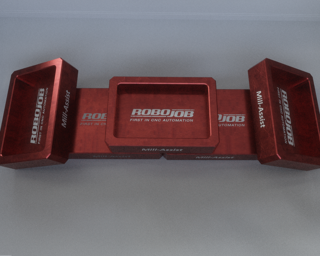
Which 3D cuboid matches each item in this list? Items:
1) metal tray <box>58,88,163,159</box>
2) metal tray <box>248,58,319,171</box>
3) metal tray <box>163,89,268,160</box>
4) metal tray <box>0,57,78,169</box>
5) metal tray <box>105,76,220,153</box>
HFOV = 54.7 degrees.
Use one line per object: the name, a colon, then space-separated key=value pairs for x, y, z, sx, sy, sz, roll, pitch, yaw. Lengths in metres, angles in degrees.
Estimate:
metal tray: x=-0.061 y=-0.006 z=0.408 sx=0.131 sy=0.030 sz=0.090 roll=0 pitch=70 yaw=0
metal tray: x=0.161 y=-0.016 z=0.392 sx=0.091 sy=0.030 sz=0.130 roll=10 pitch=67 yaw=-26
metal tray: x=0.070 y=-0.005 z=0.408 sx=0.131 sy=0.030 sz=0.090 roll=0 pitch=70 yaw=0
metal tray: x=-0.154 y=-0.017 z=0.392 sx=0.090 sy=0.030 sz=0.130 roll=-9 pitch=68 yaw=24
metal tray: x=0.003 y=-0.016 z=0.379 sx=0.131 sy=0.030 sz=0.090 roll=1 pitch=69 yaw=0
